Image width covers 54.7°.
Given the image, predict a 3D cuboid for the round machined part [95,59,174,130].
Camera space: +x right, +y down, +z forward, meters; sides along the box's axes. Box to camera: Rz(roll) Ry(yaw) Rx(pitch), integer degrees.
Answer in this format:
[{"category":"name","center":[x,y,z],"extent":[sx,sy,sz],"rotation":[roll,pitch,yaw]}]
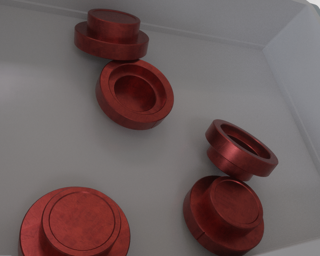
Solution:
[{"category":"round machined part","center":[-0.035,-0.040,0.400],"extent":[0.099,0.042,0.098],"rotation":[14,56,-21]}]

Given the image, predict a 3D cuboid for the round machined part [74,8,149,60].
[{"category":"round machined part","center":[-0.063,-0.129,0.413],"extent":[0.099,0.042,0.098],"rotation":[9,32,-6]}]

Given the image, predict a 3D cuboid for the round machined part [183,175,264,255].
[{"category":"round machined part","center":[0.080,0.096,0.365],"extent":[0.099,0.042,0.098],"rotation":[15,43,-14]}]

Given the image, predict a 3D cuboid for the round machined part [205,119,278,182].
[{"category":"round machined part","center":[0.102,0.033,0.410],"extent":[0.098,0.042,0.098],"rotation":[27,20,-10]}]

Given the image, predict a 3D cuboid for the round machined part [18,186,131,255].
[{"category":"round machined part","center":[-0.074,0.093,0.282],"extent":[0.099,0.042,0.098],"rotation":[16,40,-13]}]
